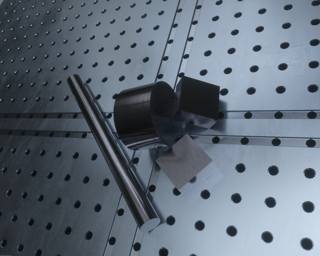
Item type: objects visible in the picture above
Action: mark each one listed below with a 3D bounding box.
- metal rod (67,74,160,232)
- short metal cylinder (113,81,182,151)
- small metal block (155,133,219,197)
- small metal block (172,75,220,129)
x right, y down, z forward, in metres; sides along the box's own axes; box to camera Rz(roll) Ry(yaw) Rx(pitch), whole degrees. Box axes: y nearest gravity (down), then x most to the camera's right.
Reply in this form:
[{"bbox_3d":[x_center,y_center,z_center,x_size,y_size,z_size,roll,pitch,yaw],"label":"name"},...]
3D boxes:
[{"bbox_3d":[-0.079,0.013,0.439,0.025,0.025,0.300,-38,51,3],"label":"metal rod"},{"bbox_3d":[-0.013,-0.014,0.384,0.050,0.080,0.080,-9,58,29],"label":"short metal cylinder"},{"bbox_3d":[0.031,0.043,0.364,0.050,0.025,0.050,-41,51,0],"label":"small metal block"},{"bbox_3d":[0.045,-0.032,0.386,0.050,0.025,0.050,15,62,-11],"label":"small metal block"}]
